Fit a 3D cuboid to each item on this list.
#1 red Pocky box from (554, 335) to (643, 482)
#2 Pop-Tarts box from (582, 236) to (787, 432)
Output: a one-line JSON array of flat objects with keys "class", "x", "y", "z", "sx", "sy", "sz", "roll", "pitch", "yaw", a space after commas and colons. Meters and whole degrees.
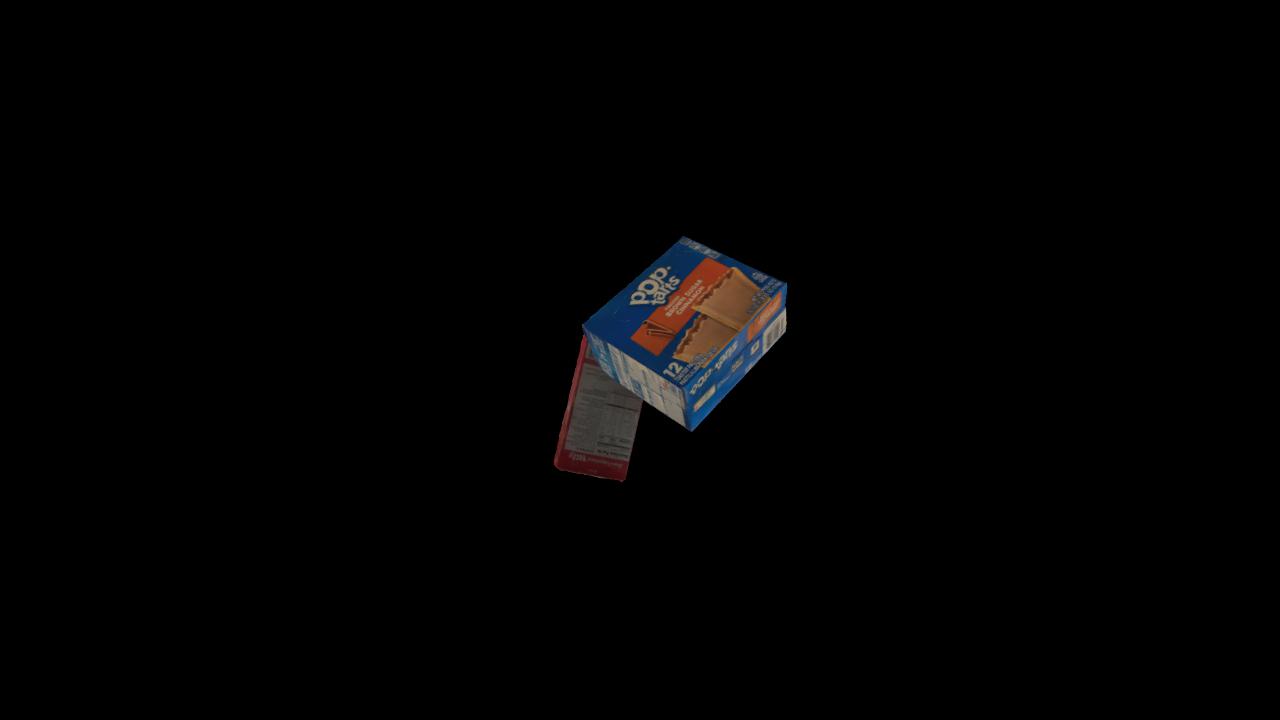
[{"class": "red Pocky box", "x": -0.041, "y": 0.053, "z": 0.692, "sx": 0.083, "sy": 0.155, "sz": 0.028, "roll": 14, "pitch": -4, "yaw": -19}, {"class": "Pop-Tarts box", "x": 0.051, "y": -0.034, "z": 0.656, "sx": 0.141, "sy": 0.167, "sz": 0.083, "roll": 32, "pitch": -27, "yaw": 31}]
